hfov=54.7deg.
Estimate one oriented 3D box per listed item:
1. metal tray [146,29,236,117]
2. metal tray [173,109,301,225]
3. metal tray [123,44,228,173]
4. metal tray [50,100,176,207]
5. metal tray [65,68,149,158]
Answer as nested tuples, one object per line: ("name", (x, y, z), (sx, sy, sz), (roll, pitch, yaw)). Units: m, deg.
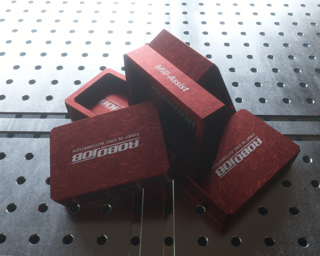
("metal tray", (0.043, -0.057, 0.389), (0.030, 0.130, 0.090), (-47, 60, 1))
("metal tray", (0.090, 0.040, 0.370), (0.131, 0.030, 0.090), (-34, 58, -26))
("metal tray", (0.011, -0.022, 0.345), (0.030, 0.089, 0.130), (-31, 57, -24))
("metal tray", (-0.056, 0.028, 0.349), (0.131, 0.030, 0.090), (-15, 61, 6))
("metal tray", (-0.051, -0.025, 0.424), (0.130, 0.030, 0.090), (29, 56, 22))
